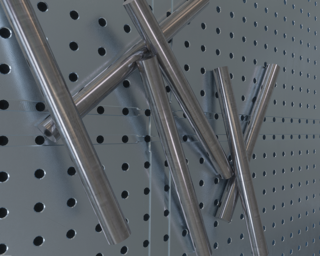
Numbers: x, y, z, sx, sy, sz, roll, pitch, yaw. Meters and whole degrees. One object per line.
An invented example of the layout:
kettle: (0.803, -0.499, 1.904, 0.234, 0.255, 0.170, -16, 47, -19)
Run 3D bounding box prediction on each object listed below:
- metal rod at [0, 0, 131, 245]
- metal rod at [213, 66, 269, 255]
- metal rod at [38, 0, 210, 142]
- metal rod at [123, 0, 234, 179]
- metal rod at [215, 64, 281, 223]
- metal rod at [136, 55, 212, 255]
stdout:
metal rod: (-0.097, -0.027, 0.297, 0.025, 0.025, 0.299, -27, 98, -37)
metal rod: (0.126, 0.052, 0.487, 0.025, 0.025, 0.299, -12, 90, -39)
metal rod: (-0.026, -0.092, 0.386, 0.301, 0.025, 0.025, -48, 119, -29)
metal rod: (0.038, -0.034, 0.418, 0.025, 0.025, 0.300, -51, 127, -27)
metal rod: (0.157, 0.016, 0.539, 0.025, 0.025, 0.300, 37, 67, -34)
metal rod: (0.025, 0.053, 0.412, 0.025, 0.025, 0.299, -32, 115, -35)
